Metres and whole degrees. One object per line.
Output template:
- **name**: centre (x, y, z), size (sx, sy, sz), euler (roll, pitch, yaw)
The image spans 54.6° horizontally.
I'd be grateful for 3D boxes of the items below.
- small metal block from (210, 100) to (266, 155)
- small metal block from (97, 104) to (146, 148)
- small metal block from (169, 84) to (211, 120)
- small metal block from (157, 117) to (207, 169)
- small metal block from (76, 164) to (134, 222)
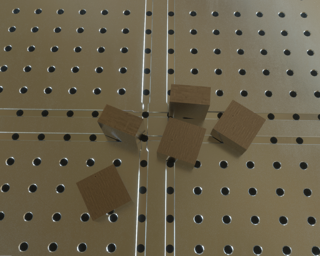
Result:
- **small metal block**: centre (0.103, -0.001, 0.413), size (0.050, 0.025, 0.050), euler (33, 73, 11)
- **small metal block**: centre (-0.048, -0.001, 0.399), size (0.050, 0.050, 0.025), euler (22, 72, 8)
- **small metal block**: centre (0.038, -0.034, 0.411), size (0.050, 0.050, 0.025), euler (5, 70, 2)
- **small metal block**: centre (0.028, 0.020, 0.405), size (0.050, 0.025, 0.050), euler (18, 71, 6)
- **small metal block**: centre (-0.067, 0.080, 0.382), size (0.050, 0.025, 0.050), euler (-27, 72, -9)
